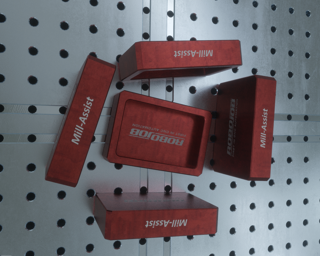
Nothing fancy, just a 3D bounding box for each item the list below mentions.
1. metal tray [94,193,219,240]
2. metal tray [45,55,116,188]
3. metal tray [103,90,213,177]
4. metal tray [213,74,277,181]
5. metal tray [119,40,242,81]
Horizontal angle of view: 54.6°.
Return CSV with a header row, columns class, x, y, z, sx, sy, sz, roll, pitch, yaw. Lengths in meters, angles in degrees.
class,x,y,z,sx,sy,sz,roll,pitch,yaw
metal tray,-0.008,0.102,0.375,0.131,0.090,0.030,4,89,-20
metal tray,-0.091,-0.007,0.344,0.030,0.090,0.130,19,83,-19
metal tray,-0.001,0.009,0.408,0.131,0.030,0.090,12,86,-20
metal tray,0.111,0.000,0.418,0.030,0.090,0.129,5,88,-20
metal tray,0.023,-0.083,0.385,0.131,0.090,0.030,-7,93,-20
